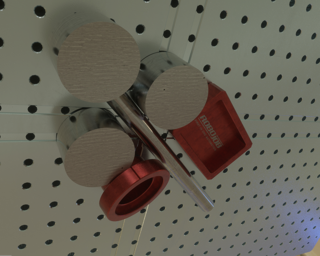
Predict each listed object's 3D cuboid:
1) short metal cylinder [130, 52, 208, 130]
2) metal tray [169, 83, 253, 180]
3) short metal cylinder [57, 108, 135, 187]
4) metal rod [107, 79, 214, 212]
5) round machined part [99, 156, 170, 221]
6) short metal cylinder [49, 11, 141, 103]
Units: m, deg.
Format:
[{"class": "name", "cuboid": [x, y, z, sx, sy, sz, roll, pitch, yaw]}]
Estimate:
[{"class": "short metal cylinder", "cuboid": [0.010, -0.045, 0.372, 0.081, 0.050, 0.079, -14, 124, -21]}, {"class": "metal tray", "cuboid": [0.074, 0.009, 0.453, 0.090, 0.030, 0.130, -39, 130, -1]}, {"class": "short metal cylinder", "cuboid": [-0.076, 0.023, 0.367, 0.081, 0.050, 0.079, -14, 124, -21]}, {"class": "metal rod", "cuboid": [0.011, 0.043, 0.444, 0.025, 0.025, 0.300, -39, 129, -2]}, {"class": "round machined part", "cuboid": [-0.038, 0.075, 0.412, 0.099, 0.042, 0.098, -32, 151, -20]}, {"class": "short metal cylinder", "cuboid": [-0.067, -0.072, 0.314, 0.081, 0.050, 0.079, -14, 124, -21]}]
